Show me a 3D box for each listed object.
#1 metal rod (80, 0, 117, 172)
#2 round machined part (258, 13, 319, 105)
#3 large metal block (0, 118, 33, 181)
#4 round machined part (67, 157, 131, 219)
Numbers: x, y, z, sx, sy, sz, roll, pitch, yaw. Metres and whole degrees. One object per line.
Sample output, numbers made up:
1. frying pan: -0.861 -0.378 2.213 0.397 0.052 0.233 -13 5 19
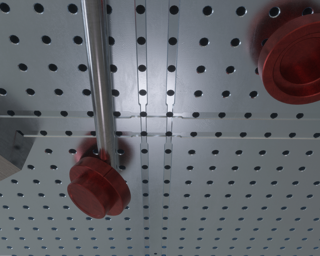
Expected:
1. metal rod: -0.071 -0.029 0.386 0.025 0.025 0.298 2 130 -2
2. round machined part: 0.156 -0.077 0.337 0.099 0.042 0.097 0 130 0
3. large metal block: -0.238 0.030 0.419 0.080 0.050 0.080 -26 126 20
4. round machined part: -0.095 0.093 0.451 0.098 0.042 0.097 20 133 23
